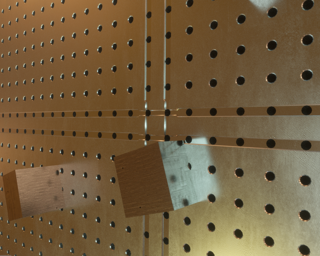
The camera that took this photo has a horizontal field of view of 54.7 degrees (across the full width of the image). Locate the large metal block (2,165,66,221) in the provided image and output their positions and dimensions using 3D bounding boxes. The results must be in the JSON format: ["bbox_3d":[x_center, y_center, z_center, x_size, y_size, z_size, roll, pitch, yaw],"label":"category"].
[{"bbox_3d":[-0.225,0.115,0.556,0.050,0.081,0.080,-23,76,37],"label":"large metal block"}]

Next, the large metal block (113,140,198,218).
[{"bbox_3d":[-0.007,0.065,0.397,0.080,0.050,0.080,-21,77,37],"label":"large metal block"}]
